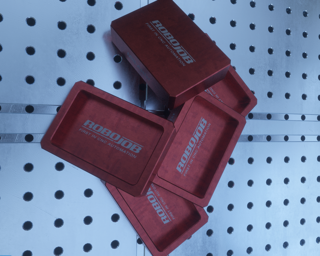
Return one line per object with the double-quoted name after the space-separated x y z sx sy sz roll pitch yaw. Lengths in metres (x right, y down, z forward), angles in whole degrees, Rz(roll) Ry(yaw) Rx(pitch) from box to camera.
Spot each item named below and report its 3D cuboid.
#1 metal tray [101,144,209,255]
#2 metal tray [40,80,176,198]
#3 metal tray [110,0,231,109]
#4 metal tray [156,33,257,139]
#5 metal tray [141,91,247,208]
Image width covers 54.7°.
-0.005 0.095 0.409 0.090 0.030 0.130 -34 102 -17 "metal tray"
-0.058 0.011 0.357 0.130 0.030 0.090 25 80 12 "metal tray"
0.011 -0.096 0.382 0.091 0.030 0.130 -32 71 -18 "metal tray"
0.066 -0.054 0.435 0.090 0.030 0.130 -45 105 -15 "metal tray"
0.044 0.024 0.396 0.090 0.030 0.130 30 80 -18 "metal tray"
